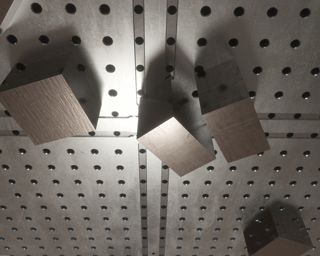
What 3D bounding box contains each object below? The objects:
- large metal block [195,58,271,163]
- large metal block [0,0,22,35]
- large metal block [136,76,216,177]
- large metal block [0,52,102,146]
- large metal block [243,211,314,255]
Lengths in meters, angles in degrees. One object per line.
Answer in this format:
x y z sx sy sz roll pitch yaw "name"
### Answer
0.083 -0.020 0.360 0.050 0.080 0.080 -21 127 17 "large metal block"
-0.170 -0.134 0.279 0.080 0.050 0.080 33 123 -25 "large metal block"
0.019 -0.002 0.375 0.050 0.080 0.080 -32 124 24 "large metal block"
-0.126 -0.033 0.366 0.080 0.050 0.080 -14 129 11 "large metal block"
0.217 0.208 0.576 0.080 0.050 0.080 21 127 -18 "large metal block"
